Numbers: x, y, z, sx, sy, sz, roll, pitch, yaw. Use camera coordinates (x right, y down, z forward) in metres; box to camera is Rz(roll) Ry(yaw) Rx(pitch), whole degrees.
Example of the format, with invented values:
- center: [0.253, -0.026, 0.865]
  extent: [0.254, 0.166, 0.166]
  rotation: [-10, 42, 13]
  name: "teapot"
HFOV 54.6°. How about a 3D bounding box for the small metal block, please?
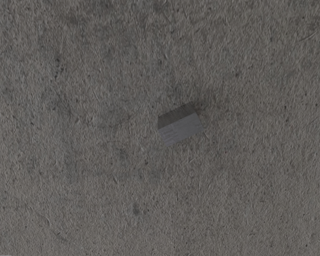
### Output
- center: [0.025, -0.006, 0.394]
  extent: [0.050, 0.050, 0.025]
  rotation: [-25, 108, 9]
  name: "small metal block"
